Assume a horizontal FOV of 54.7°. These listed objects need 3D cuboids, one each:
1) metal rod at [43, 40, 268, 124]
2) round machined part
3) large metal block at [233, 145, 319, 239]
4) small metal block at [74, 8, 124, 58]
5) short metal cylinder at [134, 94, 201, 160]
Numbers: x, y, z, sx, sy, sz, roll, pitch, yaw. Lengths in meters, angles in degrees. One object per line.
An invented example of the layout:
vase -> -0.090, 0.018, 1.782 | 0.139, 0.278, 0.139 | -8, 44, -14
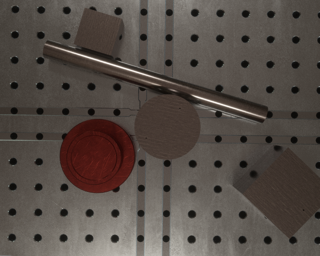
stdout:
metal rod -> -0.005, -0.061, 0.413 | 0.302, 0.025, 0.025 | 17, 90, -1
round machined part -> -0.082, 0.037, 0.404 | 0.099, 0.042, 0.097 | 0, 90, -1
large metal block -> 0.157, 0.080, 0.403 | 0.080, 0.050, 0.080 | 44, 90, -1
small metal block -> -0.080, -0.125, 0.412 | 0.050, 0.025, 0.050 | 17, 90, -1
short metal cylinder -> 0.009, -0.001, 0.401 | 0.081, 0.050, 0.079 | 0, 90, -1
